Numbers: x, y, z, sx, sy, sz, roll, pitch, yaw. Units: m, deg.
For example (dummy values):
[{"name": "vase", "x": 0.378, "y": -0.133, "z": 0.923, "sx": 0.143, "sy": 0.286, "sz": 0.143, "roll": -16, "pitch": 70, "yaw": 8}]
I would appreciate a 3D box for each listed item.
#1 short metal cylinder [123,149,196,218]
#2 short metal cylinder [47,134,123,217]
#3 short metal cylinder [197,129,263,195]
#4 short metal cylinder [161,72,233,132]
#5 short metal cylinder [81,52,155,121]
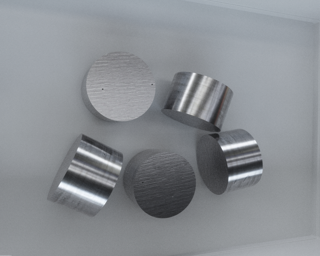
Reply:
[{"name": "short metal cylinder", "x": -0.002, "y": 0.069, "z": 0.396, "sx": 0.081, "sy": 0.050, "sz": 0.079, "roll": 0, "pitch": 90, "yaw": -21}, {"name": "short metal cylinder", "x": -0.084, "y": 0.053, "z": 0.349, "sx": 0.050, "sy": 0.080, "sz": 0.080, "roll": 29, "pitch": 81, "yaw": -18}, {"name": "short metal cylinder", "x": 0.090, "y": 0.044, "z": 0.414, "sx": 0.050, "sy": 0.080, "sz": 0.079, "roll": -10, "pitch": 94, "yaw": -20}, {"name": "short metal cylinder", "x": 0.048, "y": -0.032, "z": 0.400, "sx": 0.080, "sy": 0.080, "sz": 0.050, "roll": 23, "pitch": 83, "yaw": -19}, {"name": "short metal cylinder", "x": -0.052, "y": -0.048, "z": 0.377, "sx": 0.081, "sy": 0.050, "sz": 0.079, "roll": 0, "pitch": 90, "yaw": -21}]
